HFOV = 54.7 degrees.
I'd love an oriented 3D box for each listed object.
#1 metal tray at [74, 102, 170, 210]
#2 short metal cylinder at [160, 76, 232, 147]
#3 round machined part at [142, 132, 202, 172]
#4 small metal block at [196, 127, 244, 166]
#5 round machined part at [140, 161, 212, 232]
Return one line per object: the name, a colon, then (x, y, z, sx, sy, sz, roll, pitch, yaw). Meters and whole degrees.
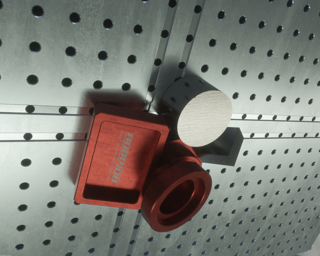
metal tray: (-0.051, 0.040, 0.392, 0.091, 0.030, 0.129, 11, 113, -18)
short metal cylinder: (0.047, -0.022, 0.408, 0.081, 0.050, 0.079, -14, 125, -21)
round machined part: (0.021, 0.058, 0.447, 0.099, 0.042, 0.097, -14, 125, -21)
small metal block: (0.087, 0.025, 0.448, 0.025, 0.050, 0.050, 56, 50, -39)
round machined part: (0.016, 0.083, 0.400, 0.099, 0.042, 0.097, -23, 133, -27)
